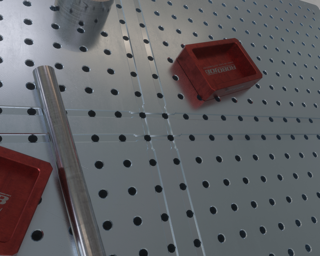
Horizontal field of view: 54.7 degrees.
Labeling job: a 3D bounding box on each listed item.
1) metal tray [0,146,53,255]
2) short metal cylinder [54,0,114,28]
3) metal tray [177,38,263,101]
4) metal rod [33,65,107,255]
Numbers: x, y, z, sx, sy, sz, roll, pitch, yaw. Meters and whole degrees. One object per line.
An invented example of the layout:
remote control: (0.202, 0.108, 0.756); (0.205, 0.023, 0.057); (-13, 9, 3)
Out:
metal tray: (-0.176, 0.055, 0.276); (0.131, 0.030, 0.090); (22, 53, -15)
short metal cylinder: (-0.108, -0.195, 0.453); (0.081, 0.050, 0.080); (14, 56, -21)
metal tray: (0.103, -0.103, 0.523); (0.131, 0.030, 0.090); (-18, 72, -35)
metal rod: (-0.089, 0.063, 0.322); (0.025, 0.025, 0.299); (-8, 66, -32)
